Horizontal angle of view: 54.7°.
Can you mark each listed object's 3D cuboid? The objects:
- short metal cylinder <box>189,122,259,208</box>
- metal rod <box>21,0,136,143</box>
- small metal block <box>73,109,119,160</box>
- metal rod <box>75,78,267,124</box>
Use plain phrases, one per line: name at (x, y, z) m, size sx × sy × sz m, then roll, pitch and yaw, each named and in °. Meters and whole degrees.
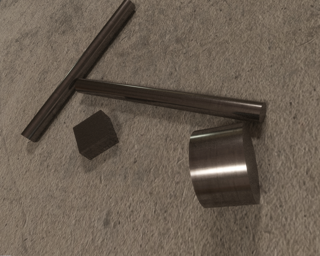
short metal cylinder at (0.066, 0.038, 0.310) m, size 0.050 × 0.080 × 0.080 m, roll -11°, pitch 57°, yaw 22°
metal rod at (-0.135, -0.105, 0.537) m, size 0.025 × 0.025 × 0.300 m, roll 23°, pitch 74°, yaw 36°
small metal block at (-0.093, 0.010, 0.445) m, size 0.050 × 0.025 × 0.050 m, roll -32°, pitch 52°, yaw 7°
metal rod at (-0.007, -0.043, 0.432) m, size 0.300 × 0.025 × 0.025 m, roll 12°, pitch 68°, yaw 32°
